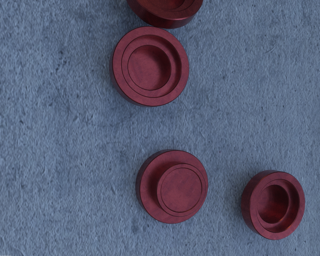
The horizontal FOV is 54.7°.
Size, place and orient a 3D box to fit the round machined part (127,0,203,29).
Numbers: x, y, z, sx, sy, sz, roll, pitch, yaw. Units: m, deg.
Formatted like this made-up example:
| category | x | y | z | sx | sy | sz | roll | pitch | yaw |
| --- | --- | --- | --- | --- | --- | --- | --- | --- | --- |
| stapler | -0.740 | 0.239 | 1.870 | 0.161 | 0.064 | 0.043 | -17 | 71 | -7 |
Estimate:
| category | x | y | z | sx | sy | sz | roll | pitch | yaw |
| --- | --- | --- | --- | --- | --- | --- | --- | --- | --- |
| round machined part | 0.002 | -0.168 | 0.392 | 0.099 | 0.042 | 0.098 | 5 | 73 | -17 |

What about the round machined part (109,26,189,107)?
| category | x | y | z | sx | sy | sz | roll | pitch | yaw |
| --- | --- | --- | --- | --- | --- | --- | --- | --- | --- |
| round machined part | -0.016 | -0.075 | 0.394 | 0.099 | 0.042 | 0.097 | 0 | 90 | -20 |

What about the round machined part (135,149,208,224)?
| category | x | y | z | sx | sy | sz | roll | pitch | yaw |
| --- | --- | --- | --- | --- | --- | --- | --- | --- | --- |
| round machined part | 0.021 | 0.078 | 0.408 | 0.099 | 0.042 | 0.097 | 0 | 90 | -20 |

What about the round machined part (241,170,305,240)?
| category | x | y | z | sx | sy | sz | roll | pitch | yaw |
| --- | --- | --- | --- | --- | --- | --- | --- | --- | --- |
| round machined part | 0.161 | 0.111 | 0.459 | 0.099 | 0.042 | 0.097 | 0 | 90 | -20 |
